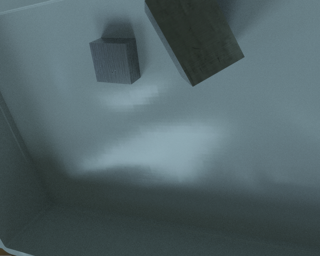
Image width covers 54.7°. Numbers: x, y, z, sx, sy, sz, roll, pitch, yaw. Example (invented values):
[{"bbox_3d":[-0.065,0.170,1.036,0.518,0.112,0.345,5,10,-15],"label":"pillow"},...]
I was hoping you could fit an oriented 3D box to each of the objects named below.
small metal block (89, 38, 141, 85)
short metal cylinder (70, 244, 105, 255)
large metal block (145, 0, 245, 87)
[{"bbox_3d":[-0.055,-0.084,0.384,0.050,0.025,0.050,8,122,23],"label":"small metal block"},{"bbox_3d":[-0.147,0.283,0.625,0.080,0.080,0.050,-11,113,32],"label":"short metal cylinder"},{"bbox_3d":[0.028,-0.091,0.292,0.050,0.080,0.080,-30,104,5],"label":"large metal block"}]
